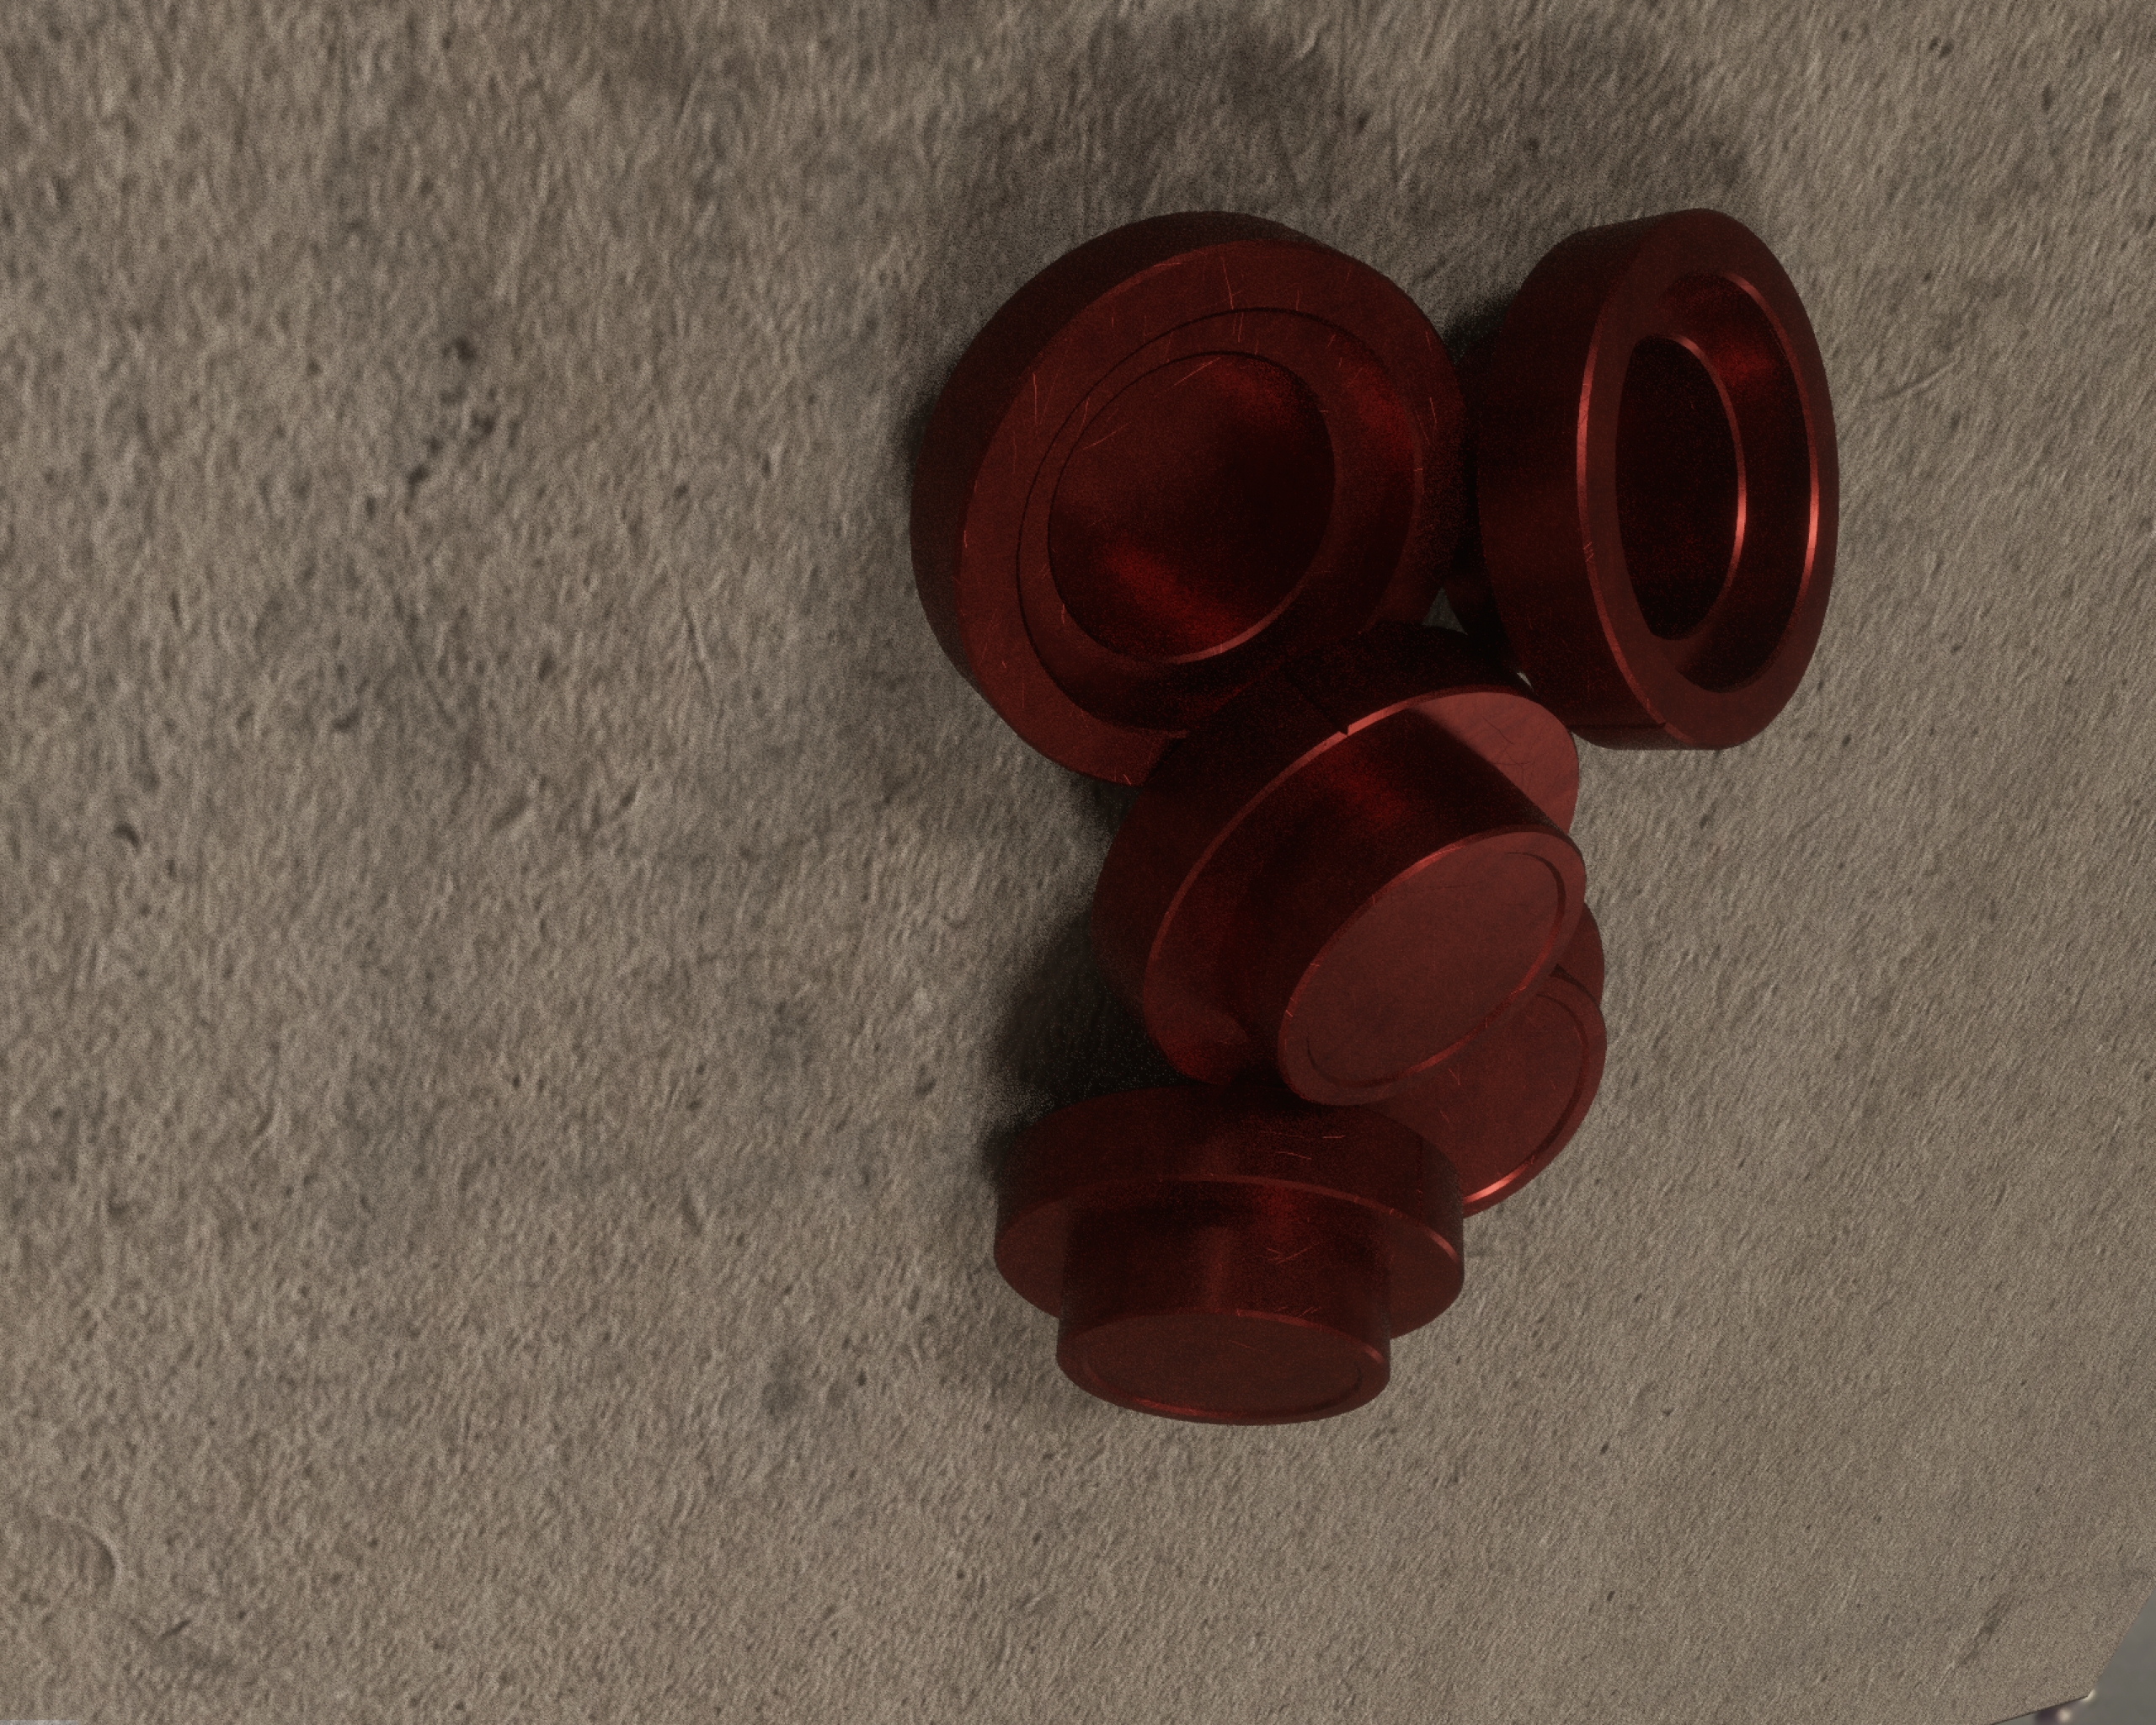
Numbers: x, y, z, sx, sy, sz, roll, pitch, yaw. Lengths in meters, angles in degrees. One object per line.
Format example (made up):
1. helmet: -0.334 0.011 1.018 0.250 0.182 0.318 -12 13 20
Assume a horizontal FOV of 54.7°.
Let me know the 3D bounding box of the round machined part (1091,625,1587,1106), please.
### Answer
1. round machined part: 0.055 0.007 0.391 0.099 0.042 0.097 -22 140 -20

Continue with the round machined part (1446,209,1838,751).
1. round machined part: 0.102 -0.070 0.394 0.099 0.042 0.097 -3 94 -46

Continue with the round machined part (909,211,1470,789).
1. round machined part: 0.016 -0.065 0.367 0.099 0.042 0.097 -14 125 -21

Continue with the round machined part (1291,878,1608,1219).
1. round machined part: 0.079 0.042 0.468 0.099 0.042 0.097 -14 125 -21

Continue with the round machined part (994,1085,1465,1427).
1. round machined part: 0.031 0.087 0.437 0.099 0.042 0.098 4 147 3
